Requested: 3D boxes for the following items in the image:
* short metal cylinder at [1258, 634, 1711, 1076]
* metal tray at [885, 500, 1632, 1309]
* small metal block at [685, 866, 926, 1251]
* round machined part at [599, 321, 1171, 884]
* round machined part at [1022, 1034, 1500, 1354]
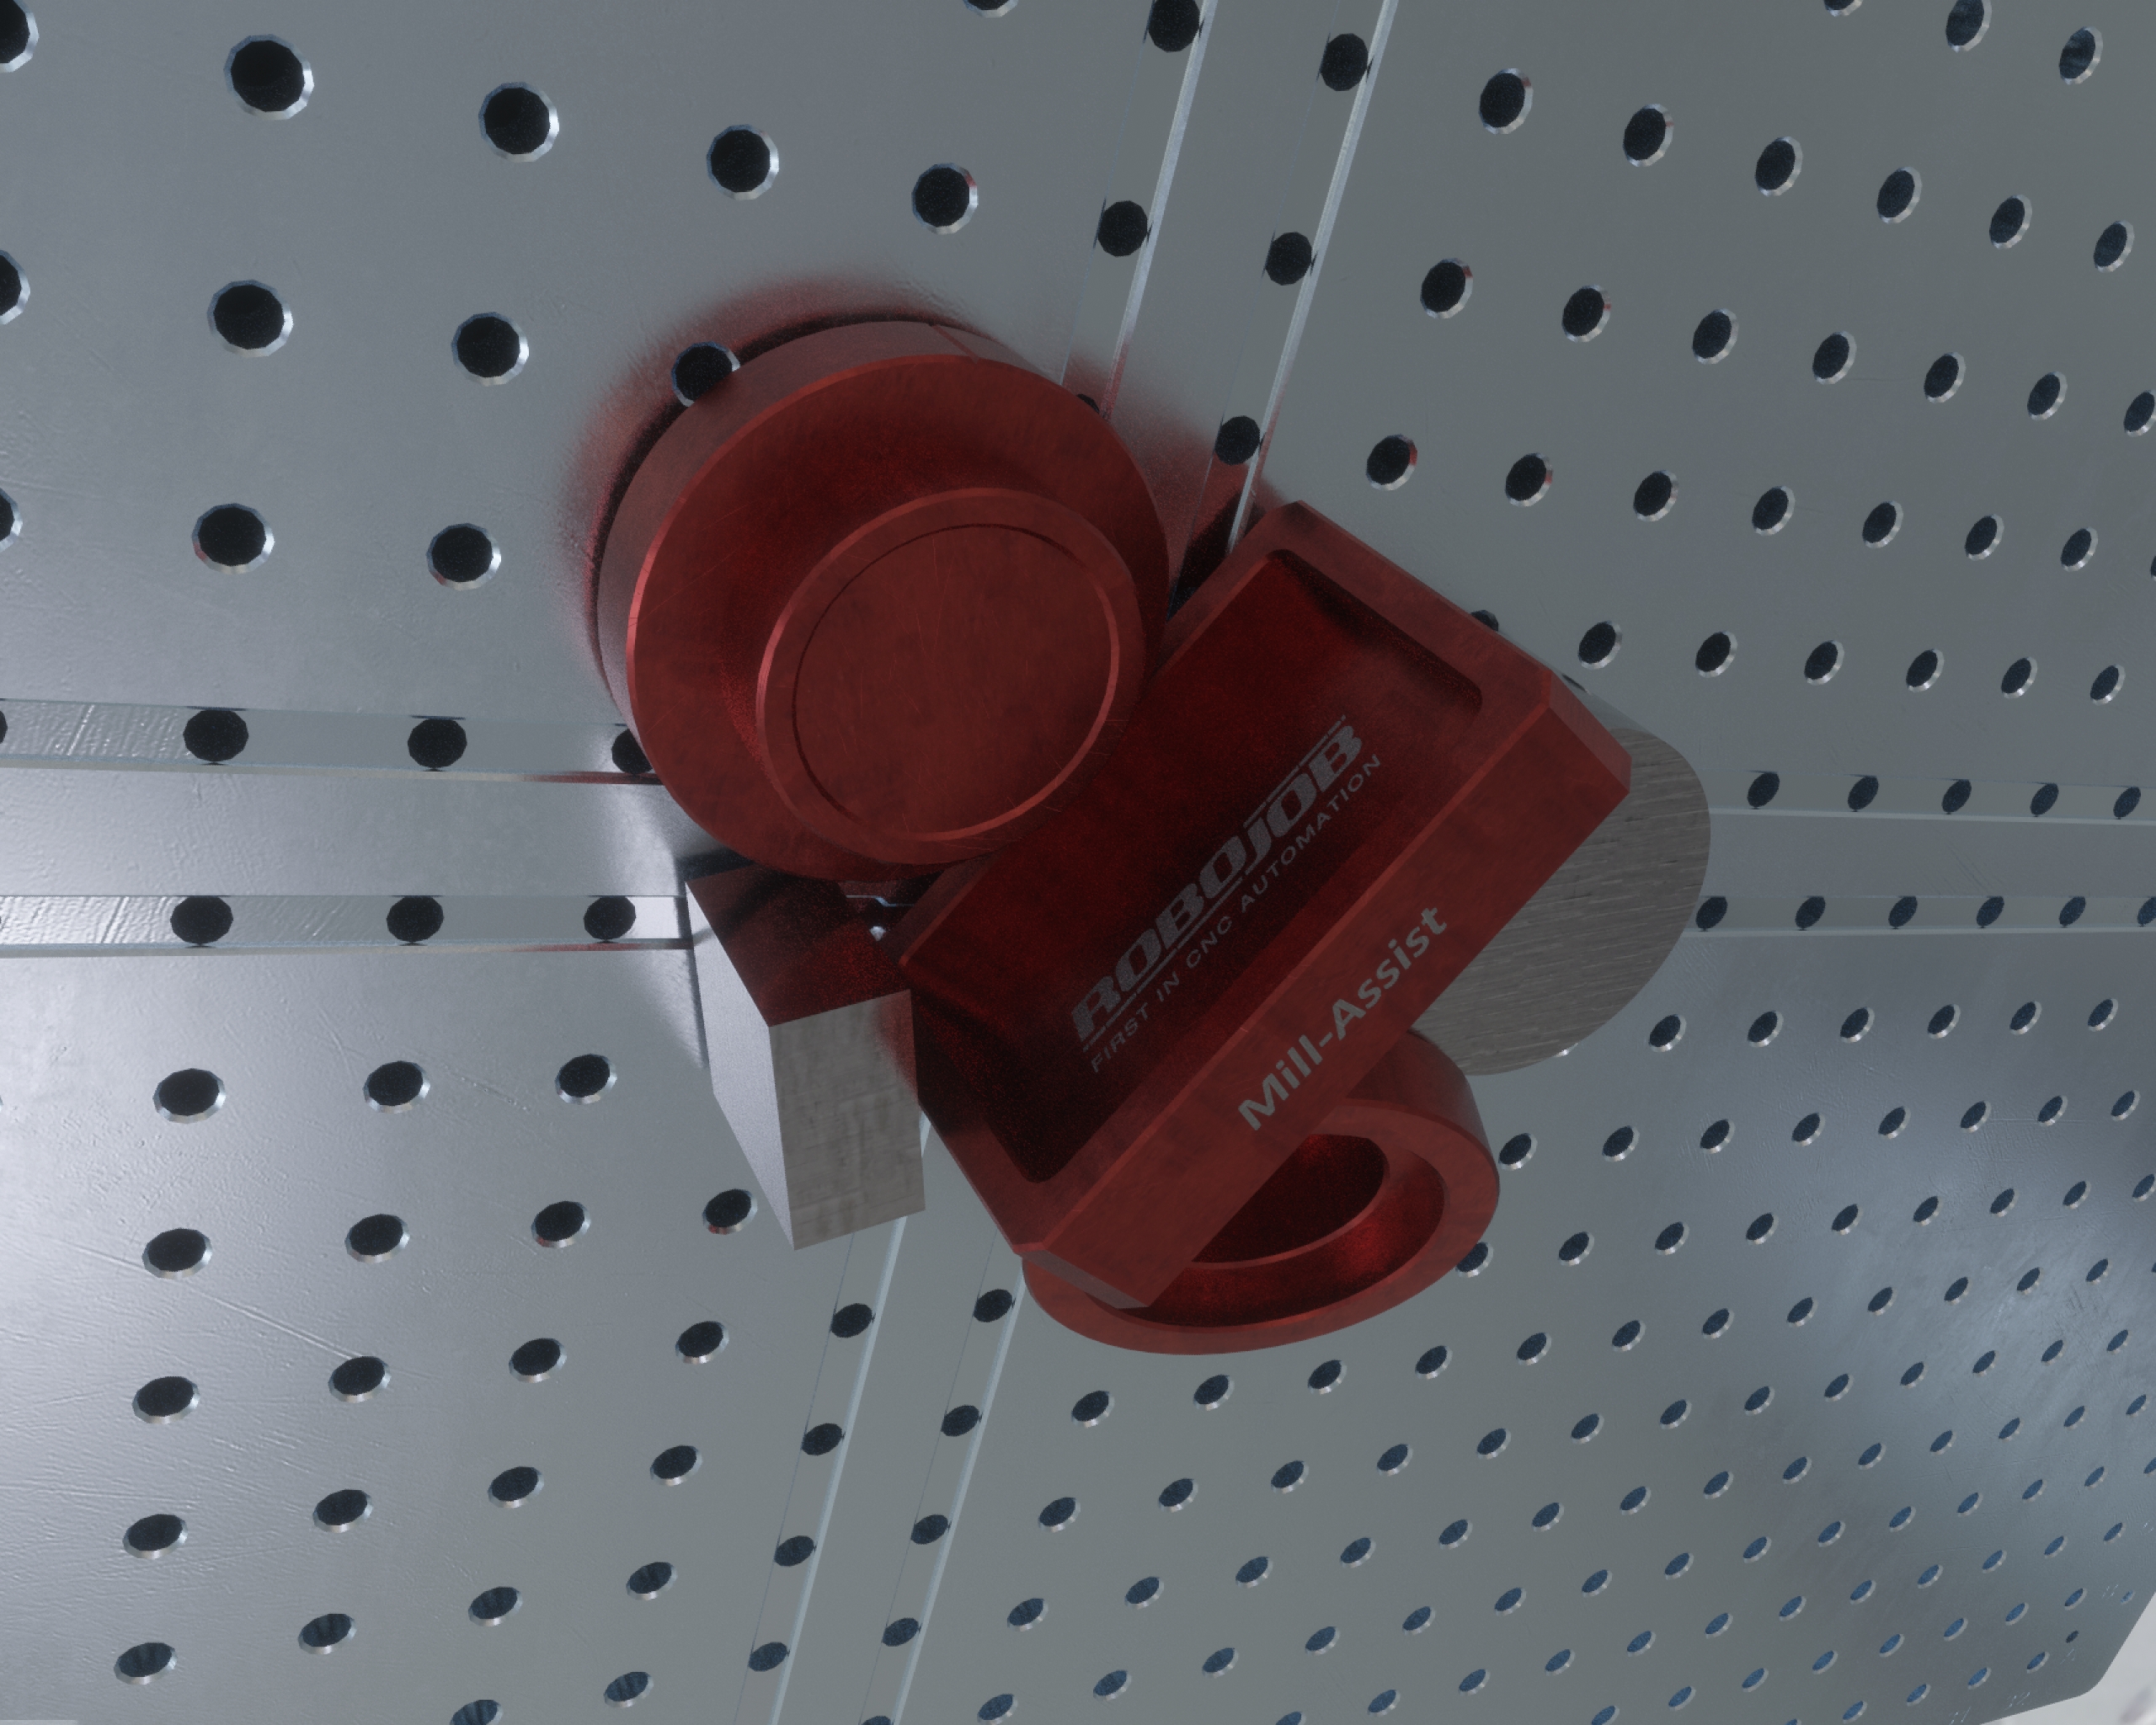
[{"bbox_3d":[0.082,-0.003,0.433,0.081,0.050,0.079,-14,124,-21],"label":"short metal cylinder"},{"bbox_3d":[0.025,0.004,0.380,0.130,0.090,0.030,-48,129,5],"label":"metal tray"},{"bbox_3d":[-0.050,0.034,0.383,0.025,0.050,0.050,-14,125,-21],"label":"small metal block"},{"bbox_3d":[-0.028,-0.038,0.356,0.099,0.042,0.097,-14,124,-21],"label":"round machined part"},{"bbox_3d":[0.035,0.061,0.437,0.099,0.042,0.097,-7,140,-5],"label":"round machined part"}]
